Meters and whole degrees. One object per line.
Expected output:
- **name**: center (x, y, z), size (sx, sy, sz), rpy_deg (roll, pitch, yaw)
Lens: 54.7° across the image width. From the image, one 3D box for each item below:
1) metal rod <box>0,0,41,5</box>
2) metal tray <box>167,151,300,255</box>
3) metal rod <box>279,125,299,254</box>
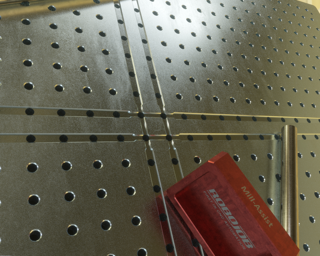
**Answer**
- **metal rod**: center (-0.126, -0.217, 0.473), size (0.302, 0.025, 0.025), rpy_deg (-28, 78, -38)
- **metal tray**: center (0.075, 0.102, 0.344), size (0.030, 0.090, 0.130), rpy_deg (-24, 75, -45)
- **metal rod**: center (0.182, 0.117, 0.437), size (0.025, 0.025, 0.300), rpy_deg (27, 52, -12)
